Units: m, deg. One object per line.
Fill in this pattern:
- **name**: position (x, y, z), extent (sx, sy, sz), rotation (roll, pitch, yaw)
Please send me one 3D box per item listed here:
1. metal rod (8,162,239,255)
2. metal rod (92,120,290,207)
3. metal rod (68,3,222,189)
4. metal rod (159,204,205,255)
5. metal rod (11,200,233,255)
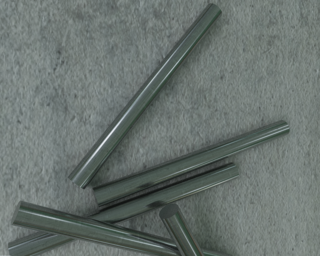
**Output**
- **metal rod**: position (-0.030, 0.101, 0.399), extent (0.302, 0.025, 0.025), rotation (-16, 96, -20)
- **metal rod**: position (0.056, 0.043, 0.431), extent (0.302, 0.025, 0.025), rotation (-18, 96, -20)
- **metal rod**: position (-0.012, -0.050, 0.405), extent (0.025, 0.025, 0.300), rotation (41, 77, -16)
- **metal rod**: position (0.073, 0.222, 0.411), extent (0.025, 0.025, 0.299), rotation (-33, 111, -17)
- **metal rod**: position (-0.023, 0.141, 0.382), extent (0.302, 0.025, 0.025), rotation (24, 82, -26)
